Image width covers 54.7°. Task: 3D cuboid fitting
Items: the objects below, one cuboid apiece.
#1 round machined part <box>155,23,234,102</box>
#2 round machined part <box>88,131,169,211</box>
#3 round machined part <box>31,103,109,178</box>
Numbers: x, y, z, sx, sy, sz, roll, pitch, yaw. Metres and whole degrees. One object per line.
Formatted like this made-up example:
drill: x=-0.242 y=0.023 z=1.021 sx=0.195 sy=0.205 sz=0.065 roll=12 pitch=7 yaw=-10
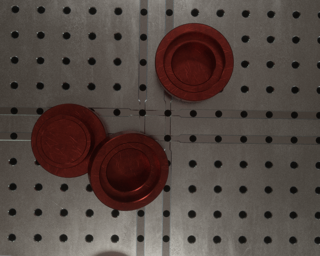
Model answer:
round machined part: x=0.043 y=-0.082 z=0.405 sx=0.099 sy=0.042 sz=0.097 roll=0 pitch=90 yaw=-1
round machined part: x=-0.042 y=0.051 z=0.394 sx=0.099 sy=0.042 sz=0.097 roll=-4 pitch=100 yaw=-20
round machined part: x=-0.119 y=0.017 z=0.403 sx=0.099 sy=0.042 sz=0.097 roll=0 pitch=90 yaw=-1
